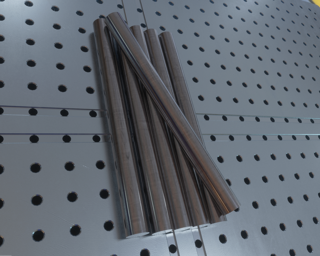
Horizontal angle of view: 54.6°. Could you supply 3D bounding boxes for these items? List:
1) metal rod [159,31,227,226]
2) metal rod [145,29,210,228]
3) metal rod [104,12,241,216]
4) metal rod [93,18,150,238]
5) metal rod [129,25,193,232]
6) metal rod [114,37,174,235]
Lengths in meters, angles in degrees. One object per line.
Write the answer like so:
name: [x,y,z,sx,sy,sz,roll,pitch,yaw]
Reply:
metal rod: [0.039,-0.016,0.439,0.025,0.025,0.299,1,61,-28]
metal rod: [0.016,-0.016,0.427,0.025,0.025,0.299,1,61,-28]
metal rod: [0.009,-0.028,0.397,0.025,0.025,0.299,-21,73,-36]
metal rod: [-0.054,-0.019,0.389,0.025,0.025,0.299,1,61,-28]
metal rod: [-0.006,-0.017,0.414,0.025,0.025,0.299,1,61,-28]
metal rod: [-0.028,-0.018,0.402,0.025,0.025,0.299,1,61,-28]
